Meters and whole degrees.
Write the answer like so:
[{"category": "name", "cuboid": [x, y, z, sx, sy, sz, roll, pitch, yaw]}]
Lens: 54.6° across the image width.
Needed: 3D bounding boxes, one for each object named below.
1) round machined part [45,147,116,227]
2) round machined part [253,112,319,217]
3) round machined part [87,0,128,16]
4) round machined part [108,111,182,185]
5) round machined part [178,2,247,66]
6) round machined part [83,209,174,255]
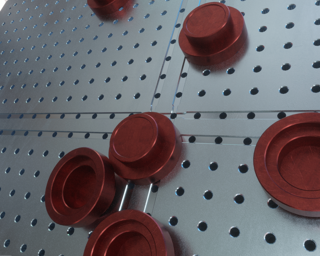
[{"category": "round machined part", "cuboid": [-0.096, 0.077, 0.397, 0.098, 0.042, 0.098, -15, 59, 27]}, {"category": "round machined part", "cuboid": [0.144, 0.037, 0.299, 0.098, 0.042, 0.098, -13, 56, 21]}, {"category": "round machined part", "cuboid": [-0.107, -0.279, 0.626, 0.098, 0.042, 0.098, -13, 56, 21]}, {"category": "round machined part", "cuboid": [-0.025, 0.020, 0.399, 0.098, 0.042, 0.098, -13, 56, 21]}, {"category": "round machined part", "cuboid": [0.072, -0.142, 0.448, 0.098, 0.042, 0.098, -13, 56, 21]}, {"category": "round machined part", "cuboid": [-0.030, 0.140, 0.328, 0.098, 0.042, 0.098, -13, 56, 21]}]
